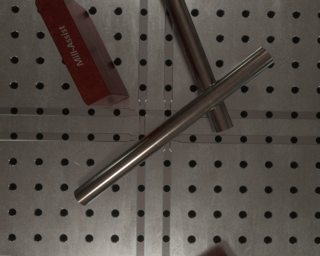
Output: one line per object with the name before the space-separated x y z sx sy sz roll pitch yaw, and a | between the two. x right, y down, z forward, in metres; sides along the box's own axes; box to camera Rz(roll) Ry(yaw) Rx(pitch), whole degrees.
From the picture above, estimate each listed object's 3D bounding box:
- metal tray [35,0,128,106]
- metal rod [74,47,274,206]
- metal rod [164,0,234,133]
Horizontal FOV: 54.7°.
metal tray | -0.090 -0.092 0.377 0.030 0.090 0.129 -26 90 9
metal rod | 0.012 0.002 0.396 0.300 0.025 0.025 -38 91 6
metal rod | 0.032 -0.137 0.413 0.025 0.025 0.299 -21 90 0
